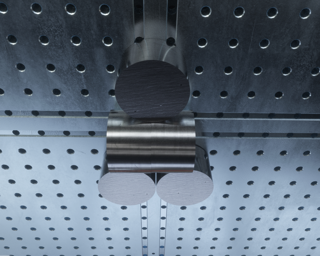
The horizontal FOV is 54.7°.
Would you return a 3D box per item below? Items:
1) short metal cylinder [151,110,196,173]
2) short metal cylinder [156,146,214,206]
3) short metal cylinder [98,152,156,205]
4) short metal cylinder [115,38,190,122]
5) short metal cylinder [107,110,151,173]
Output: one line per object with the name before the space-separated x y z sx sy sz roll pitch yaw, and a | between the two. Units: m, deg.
short metal cylinder | 0.015 0.017 0.391 0.050 0.080 0.079 0 130 -1
short metal cylinder | 0.035 0.069 0.453 0.081 0.050 0.079 0 130 0
short metal cylinder | -0.046 0.068 0.452 0.081 0.050 0.079 0 130 0
short metal cylinder | -0.008 -0.053 0.350 0.081 0.050 0.079 0 130 0
short metal cylinder | -0.036 0.017 0.390 0.050 0.080 0.079 0 130 -1
